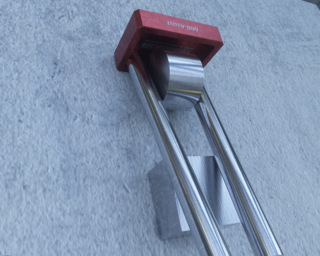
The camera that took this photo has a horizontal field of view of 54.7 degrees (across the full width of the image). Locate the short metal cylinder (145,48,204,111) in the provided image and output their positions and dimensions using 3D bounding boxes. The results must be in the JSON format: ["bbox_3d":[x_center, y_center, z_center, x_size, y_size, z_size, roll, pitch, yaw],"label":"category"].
[{"bbox_3d":[0.015,-0.064,0.419,0.050,0.080,0.080,2,61,-28],"label":"short metal cylinder"}]

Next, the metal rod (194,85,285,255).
[{"bbox_3d":[0.070,0.011,0.378,0.025,0.025,0.300,8,43,-24],"label":"metal rod"}]

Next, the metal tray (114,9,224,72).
[{"bbox_3d":[0.011,-0.112,0.439,0.131,0.090,0.030,2,61,-28],"label":"metal tray"}]

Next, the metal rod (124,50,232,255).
[{"bbox_3d":[0.007,0.009,0.346,0.025,0.025,0.300,2,46,-28],"label":"metal rod"}]

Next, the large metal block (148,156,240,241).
[{"bbox_3d":[0.039,0.080,0.361,0.081,0.050,0.080,2,61,-28],"label":"large metal block"}]
